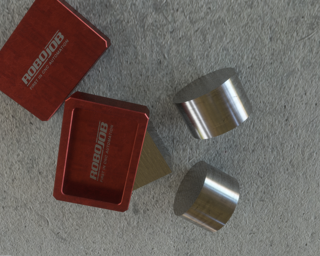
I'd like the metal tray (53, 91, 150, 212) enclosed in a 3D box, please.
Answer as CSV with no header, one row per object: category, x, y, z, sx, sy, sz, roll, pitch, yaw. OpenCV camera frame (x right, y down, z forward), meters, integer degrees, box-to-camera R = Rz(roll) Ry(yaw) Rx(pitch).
metal tray,-0.069,0.030,0.364,0.091,0.030,0.129,12,110,-5

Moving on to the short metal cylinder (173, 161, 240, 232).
short metal cylinder,0.061,0.091,0.414,0.050,0.080,0.080,30,107,-11

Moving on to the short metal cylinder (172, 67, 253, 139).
short metal cylinder,0.062,-0.030,0.370,0.080,0.080,0.050,-27,108,9

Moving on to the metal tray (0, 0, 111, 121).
metal tray,-0.135,-0.083,0.375,0.090,0.030,0.130,39,105,-14

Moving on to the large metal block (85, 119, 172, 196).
large metal block,-0.039,0.032,0.408,0.080,0.050,0.080,-27,108,9
